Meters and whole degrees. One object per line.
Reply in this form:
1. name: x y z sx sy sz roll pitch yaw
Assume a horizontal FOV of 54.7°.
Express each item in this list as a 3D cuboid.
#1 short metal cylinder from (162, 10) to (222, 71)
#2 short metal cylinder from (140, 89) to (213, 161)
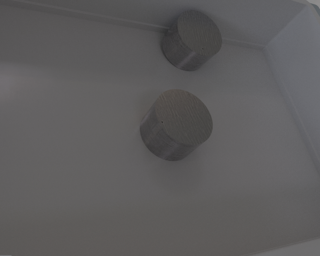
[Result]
1. short metal cylinder: 0.051 -0.138 0.492 0.081 0.050 0.080 10 67 -25
2. short metal cylinder: 0.021 -0.003 0.403 0.081 0.050 0.080 14 56 -21
